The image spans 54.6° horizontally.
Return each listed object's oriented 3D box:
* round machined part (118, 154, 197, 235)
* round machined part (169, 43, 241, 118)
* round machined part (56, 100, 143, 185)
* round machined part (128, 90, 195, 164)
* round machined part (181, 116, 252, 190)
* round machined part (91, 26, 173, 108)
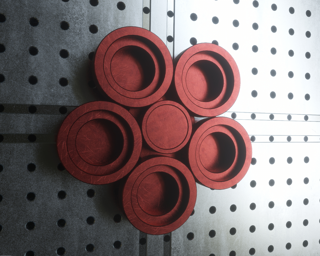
[{"bbox_3d":[-0.006,0.083,0.401,0.099,0.042,0.097,0,90,-20],"label":"round machined part"},{"bbox_3d":[0.056,-0.063,0.424,0.099,0.042,0.097,0,90,-20],"label":"round machined part"},{"bbox_3d":[-0.074,0.017,0.376,0.099,0.042,0.097,0,90,-20],"label":"round machined part"},{"bbox_3d":[0.003,-0.001,0.404,0.099,0.042,0.097,0,90,-20],"label":"round machined part"},{"bbox_3d":[0.074,0.033,0.430,0.099,0.042,0.097,0,90,-20],"label":"round machined part"},{"bbox_3d":[-0.036,-0.073,0.390,0.099,0.042,0.097,0,90,-20],"label":"round machined part"}]
